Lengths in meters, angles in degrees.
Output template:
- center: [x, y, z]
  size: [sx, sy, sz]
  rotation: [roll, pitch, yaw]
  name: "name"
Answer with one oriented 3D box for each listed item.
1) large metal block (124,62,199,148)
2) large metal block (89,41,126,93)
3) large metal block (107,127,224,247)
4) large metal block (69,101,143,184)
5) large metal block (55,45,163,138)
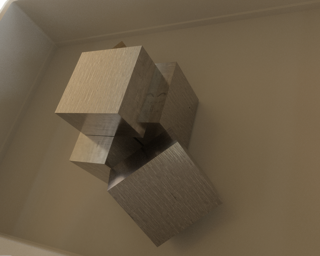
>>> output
- center: [0.004, -0.022, 0.379]
  size: [0.050, 0.080, 0.080]
  rotation: [1, 62, 28]
  name: "large metal block"
- center: [-0.062, -0.066, 0.432]
  size: [0.080, 0.080, 0.050]
  rotation: [-37, 86, 3]
  name: "large metal block"
- center: [0.004, 0.059, 0.320]
  size: [0.080, 0.080, 0.050]
  rotation: [-36, 16, 4]
  name: "large metal block"
- center: [-0.054, 0.021, 0.384]
  size: [0.050, 0.080, 0.080]
  rotation: [1, 62, 28]
  name: "large metal block"
- center: [-0.053, -0.038, 0.335]
  size: [0.080, 0.050, 0.080]
  rotation: [2, 63, 29]
  name: "large metal block"
